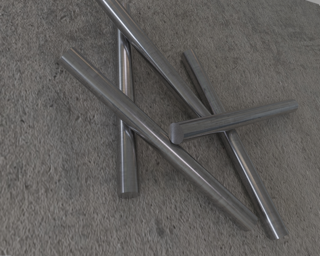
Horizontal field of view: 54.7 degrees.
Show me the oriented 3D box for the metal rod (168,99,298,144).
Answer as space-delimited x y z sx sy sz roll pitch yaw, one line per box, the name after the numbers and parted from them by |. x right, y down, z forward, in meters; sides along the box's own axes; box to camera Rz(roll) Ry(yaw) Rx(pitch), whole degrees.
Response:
0.127 -0.017 0.453 0.302 0.025 0.025 -12 68 -43 | metal rod

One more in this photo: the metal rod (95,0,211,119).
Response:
-0.021 -0.114 0.433 0.300 0.025 0.025 50 51 -4 | metal rod

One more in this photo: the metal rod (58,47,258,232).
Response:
0.005 0.020 0.368 0.300 0.025 0.025 43 51 -9 | metal rod

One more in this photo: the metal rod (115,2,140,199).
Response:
-0.046 -0.056 0.412 0.025 0.025 0.299 9 58 -24 | metal rod

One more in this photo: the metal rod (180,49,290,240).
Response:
0.100 0.011 0.450 0.025 0.025 0.299 -10 67 -33 | metal rod
